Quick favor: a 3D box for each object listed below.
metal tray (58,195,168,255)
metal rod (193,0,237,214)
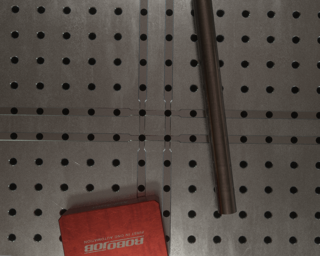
[{"bbox_3d":[-0.059,0.146,0.410,0.131,0.030,0.089,-10,90,-1],"label":"metal tray"},{"bbox_3d":[0.072,-0.036,0.414,0.025,0.025,0.298,-7,90,0],"label":"metal rod"}]
